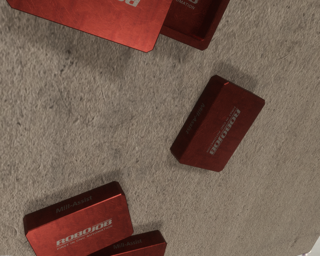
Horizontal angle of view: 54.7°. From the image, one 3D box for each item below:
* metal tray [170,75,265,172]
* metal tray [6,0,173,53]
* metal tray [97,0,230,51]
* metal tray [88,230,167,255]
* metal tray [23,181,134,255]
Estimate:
[{"bbox_3d":[0.084,-0.002,0.450,0.091,0.030,0.129,17,109,-36],"label":"metal tray"},{"bbox_3d":[-0.053,-0.129,0.267,0.131,0.030,0.089,14,120,-20],"label":"metal tray"},{"bbox_3d":[0.012,-0.144,0.321,0.131,0.030,0.089,12,112,-34],"label":"metal tray"},{"bbox_3d":[-0.059,0.223,0.511,0.131,0.030,0.089,-3,120,-27],"label":"metal tray"},{"bbox_3d":[-0.108,0.136,0.430,0.131,0.030,0.089,-19,126,-18],"label":"metal tray"}]
